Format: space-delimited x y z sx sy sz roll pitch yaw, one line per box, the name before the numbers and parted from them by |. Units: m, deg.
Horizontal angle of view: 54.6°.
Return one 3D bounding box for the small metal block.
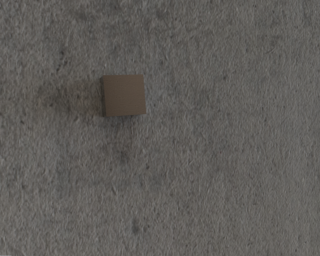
small metal block | -0.047 -0.040 0.391 0.050 0.025 0.050 -5 92 -20
